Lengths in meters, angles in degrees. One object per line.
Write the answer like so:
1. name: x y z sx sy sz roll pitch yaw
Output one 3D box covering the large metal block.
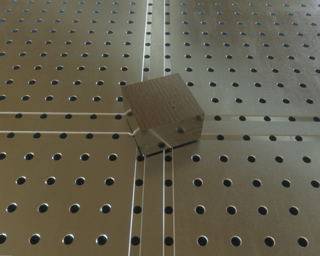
1. large metal block: 0.002 -0.019 0.404 0.081 0.050 0.080 -16 52 -14
